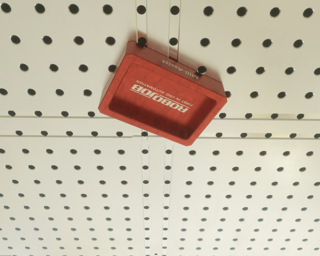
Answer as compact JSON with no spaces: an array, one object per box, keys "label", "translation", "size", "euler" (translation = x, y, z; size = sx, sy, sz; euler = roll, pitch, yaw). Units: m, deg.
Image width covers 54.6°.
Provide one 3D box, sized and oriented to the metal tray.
[{"label":"metal tray","translation":[0.003,-0.036,0.377],"size":[0.131,0.030,0.089],"euler":[22,127,-18]}]
